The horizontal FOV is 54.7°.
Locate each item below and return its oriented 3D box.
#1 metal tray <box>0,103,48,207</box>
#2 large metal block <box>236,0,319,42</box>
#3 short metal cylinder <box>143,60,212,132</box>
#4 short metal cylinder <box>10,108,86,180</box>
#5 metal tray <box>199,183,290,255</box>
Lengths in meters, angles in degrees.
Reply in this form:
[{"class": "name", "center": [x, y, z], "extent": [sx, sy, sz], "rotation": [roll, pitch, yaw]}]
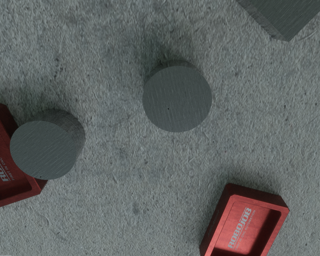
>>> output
[{"class": "metal tray", "center": [-0.225, 0.042, 0.420], "extent": [0.090, 0.030, 0.129], "rotation": [-19, 109, 6]}, {"class": "large metal block", "center": [0.137, -0.155, 0.341], "extent": [0.080, 0.050, 0.080], "rotation": [39, 105, -13]}, {"class": "short metal cylinder", "center": [0.020, -0.041, 0.382], "extent": [0.081, 0.050, 0.079], "rotation": [0, 110, 0]}, {"class": "short metal cylinder", "center": [-0.143, 0.020, 0.402], "extent": [0.081, 0.050, 0.079], "rotation": [0, 110, 0]}, {"class": "metal tray", "center": [0.123, 0.154, 0.464], "extent": [0.091, 0.030, 0.129], "rotation": [15, 109, -6]}]
